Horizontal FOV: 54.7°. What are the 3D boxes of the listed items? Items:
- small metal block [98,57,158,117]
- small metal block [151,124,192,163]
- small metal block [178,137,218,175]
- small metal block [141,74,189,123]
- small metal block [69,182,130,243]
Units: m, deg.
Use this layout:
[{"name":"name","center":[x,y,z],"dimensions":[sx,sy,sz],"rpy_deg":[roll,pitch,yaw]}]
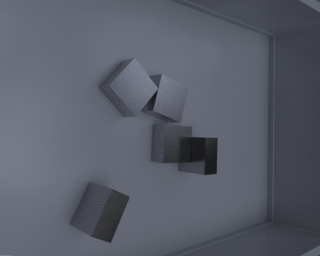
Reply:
[{"name":"small metal block","center":[-0.037,-0.049,0.377],"dimensions":[0.050,0.025,0.050],"rpy_deg":[51,60,-28]},{"name":"small metal block","center":[0.016,0.021,0.423],"dimensions":[0.050,0.025,0.050],"rpy_deg":[4,88,-40]},{"name":"small metal block","center":[0.053,0.038,0.437],"dimensions":[0.025,0.050,0.050],"rpy_deg":[3,89,-40]},{"name":"small metal block","center":[0.007,-0.038,0.415],"dimensions":[0.050,0.025,0.050],"rpy_deg":[22,76,-38]},{"name":"small metal block","center":[-0.066,0.090,0.337],"dimensions":[0.025,0.050,0.050],"rpy_deg":[35,68,-35]}]
